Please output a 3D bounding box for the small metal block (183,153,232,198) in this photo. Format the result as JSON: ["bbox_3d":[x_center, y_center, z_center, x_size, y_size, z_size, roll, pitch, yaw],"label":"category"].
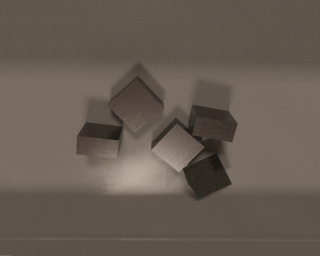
[{"bbox_3d":[0.066,0.067,0.425,0.050,0.025,0.050,-26,139,9],"label":"small metal block"}]

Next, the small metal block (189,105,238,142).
[{"bbox_3d":[0.066,-0.007,0.396,0.050,0.050,0.025,10,110,-4],"label":"small metal block"}]

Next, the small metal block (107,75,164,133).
[{"bbox_3d":[-0.030,-0.031,0.400,0.050,0.025,0.050,-40,106,13],"label":"small metal block"}]

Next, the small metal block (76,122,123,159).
[{"bbox_3d":[-0.077,0.015,0.403,0.050,0.050,0.025,7,110,-3],"label":"small metal block"}]

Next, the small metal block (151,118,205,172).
[{"bbox_3d":[0.024,0.023,0.420,0.050,0.025,0.050,39,105,-14],"label":"small metal block"}]
